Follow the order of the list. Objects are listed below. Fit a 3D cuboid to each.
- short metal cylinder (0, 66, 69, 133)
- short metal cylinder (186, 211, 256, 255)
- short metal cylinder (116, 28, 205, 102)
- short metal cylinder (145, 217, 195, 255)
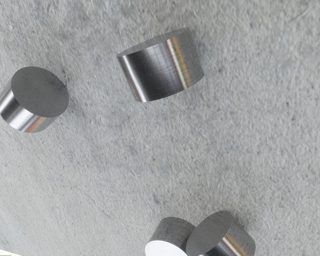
[{"bbox_3d":[-0.178,-0.039,0.438,0.050,0.080,0.080,-33,100,38],"label":"short metal cylinder"},{"bbox_3d":[0.083,0.162,0.427,0.050,0.080,0.080,49,128,-6],"label":"short metal cylinder"},{"bbox_3d":[0.001,-0.067,0.328,0.080,0.080,0.050,-9,114,32],"label":"short metal cylinder"},{"bbox_3d":[0.023,0.190,0.495,0.080,0.050,0.079,13,124,20],"label":"short metal cylinder"}]
